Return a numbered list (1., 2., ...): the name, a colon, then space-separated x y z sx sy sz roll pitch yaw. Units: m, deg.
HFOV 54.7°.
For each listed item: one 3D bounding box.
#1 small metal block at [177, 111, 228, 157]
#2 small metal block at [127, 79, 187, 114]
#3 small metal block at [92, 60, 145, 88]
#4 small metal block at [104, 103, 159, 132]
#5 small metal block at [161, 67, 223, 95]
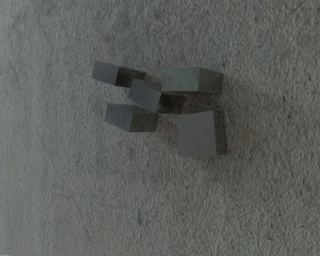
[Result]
1. small metal block: 0.049 0.008 0.365 0.050 0.025 0.050 -6 86 39
2. small metal block: -0.003 -0.039 0.392 0.050 0.050 0.025 32 110 35
3. small metal block: -0.058 -0.075 0.437 0.050 0.050 0.025 22 104 38
4. small metal block: -0.038 -0.014 0.420 0.050 0.050 0.025 22 104 38
5. small metal block: 0.038 -0.053 0.358 0.050 0.050 0.025 5 93 40
